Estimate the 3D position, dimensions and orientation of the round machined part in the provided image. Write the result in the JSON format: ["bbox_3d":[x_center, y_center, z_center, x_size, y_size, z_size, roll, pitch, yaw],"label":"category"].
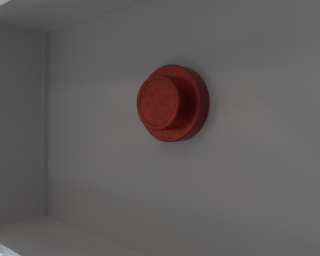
[{"bbox_3d":[0.009,-0.031,0.389,0.098,0.042,0.097,0,90,40],"label":"round machined part"}]
